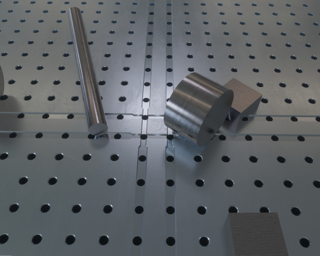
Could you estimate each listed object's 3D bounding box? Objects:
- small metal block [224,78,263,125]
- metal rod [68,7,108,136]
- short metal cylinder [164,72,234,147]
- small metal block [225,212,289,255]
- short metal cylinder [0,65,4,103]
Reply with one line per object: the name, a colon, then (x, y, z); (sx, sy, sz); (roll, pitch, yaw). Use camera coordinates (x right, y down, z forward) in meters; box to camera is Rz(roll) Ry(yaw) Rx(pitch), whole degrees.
small metal block: (0.108, -0.039, 0.441); (0.050, 0.025, 0.050); (-37, 59, -27)
metal rod: (-0.122, -0.108, 0.497); (0.025, 0.025, 0.300); (-12, 51, -10)
short metal cylinder: (0.050, -0.023, 0.392); (0.050, 0.080, 0.080); (32, 57, 24)
small metal block: (0.096, 0.114, 0.312); (0.050, 0.025, 0.050); (0, 50, -1)
short metal cylinder: (-0.259, -0.062, 0.422); (0.050, 0.080, 0.080); (3, 50, 2)
